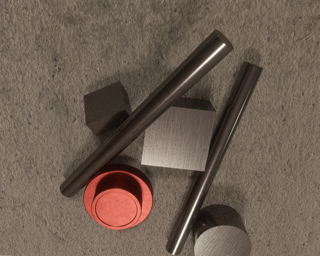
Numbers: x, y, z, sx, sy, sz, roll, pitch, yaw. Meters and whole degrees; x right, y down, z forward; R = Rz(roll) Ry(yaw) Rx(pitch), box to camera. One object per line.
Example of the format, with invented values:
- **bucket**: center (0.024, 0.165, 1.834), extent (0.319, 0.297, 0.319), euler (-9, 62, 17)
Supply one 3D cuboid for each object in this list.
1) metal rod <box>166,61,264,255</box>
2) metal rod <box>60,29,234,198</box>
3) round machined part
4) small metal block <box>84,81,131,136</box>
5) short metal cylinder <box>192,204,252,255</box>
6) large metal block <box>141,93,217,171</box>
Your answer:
- **metal rod**: center (0.068, 0.055, 0.430), extent (0.025, 0.025, 0.298), euler (17, 109, -7)
- **metal rod**: center (-0.036, 0.003, 0.365), extent (0.025, 0.025, 0.299), euler (40, 122, -14)
- **round machined part**: center (-0.059, 0.104, 0.438), extent (0.099, 0.042, 0.097), euler (0, 110, -1)
- **small metal block**: center (-0.064, -0.024, 0.384), extent (0.050, 0.050, 0.025), euler (-21, 141, 7)
- **short metal cylinder**: center (0.088, 0.161, 0.457), extent (0.081, 0.050, 0.079), euler (0, 110, -1)
- **large metal block**: center (0.021, 0.005, 0.399), extent (0.081, 0.050, 0.079), euler (7, 110, -3)
